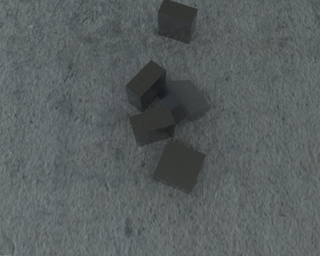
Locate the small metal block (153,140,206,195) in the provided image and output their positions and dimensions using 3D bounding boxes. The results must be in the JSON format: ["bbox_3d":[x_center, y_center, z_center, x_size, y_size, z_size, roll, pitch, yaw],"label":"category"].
[{"bbox_3d":[0.024,0.050,0.390,0.050,0.025,0.050,22,71,7],"label":"small metal block"}]

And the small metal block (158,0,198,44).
[{"bbox_3d":[0.025,-0.154,0.452,0.050,0.050,0.025,20,71,7],"label":"small metal block"}]

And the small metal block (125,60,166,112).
[{"bbox_3d":[-0.018,-0.055,0.415,0.025,0.050,0.050,38,74,12],"label":"small metal block"}]

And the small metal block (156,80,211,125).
[{"bbox_3d":[0.032,-0.035,0.408,0.050,0.025,0.050,-15,65,-48],"label":"small metal block"}]

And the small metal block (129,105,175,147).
[{"bbox_3d":[-0.009,-0.001,0.395,0.050,0.050,0.025,-16,71,-5],"label":"small metal block"}]
